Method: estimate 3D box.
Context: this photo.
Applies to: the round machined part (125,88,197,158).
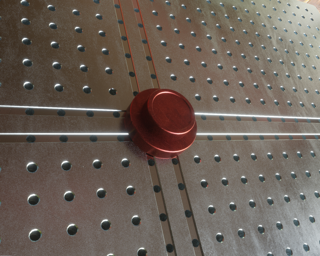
[{"bbox_3d":[0.007,-0.013,0.410,0.099,0.042,0.098,14,56,-21],"label":"round machined part"}]
